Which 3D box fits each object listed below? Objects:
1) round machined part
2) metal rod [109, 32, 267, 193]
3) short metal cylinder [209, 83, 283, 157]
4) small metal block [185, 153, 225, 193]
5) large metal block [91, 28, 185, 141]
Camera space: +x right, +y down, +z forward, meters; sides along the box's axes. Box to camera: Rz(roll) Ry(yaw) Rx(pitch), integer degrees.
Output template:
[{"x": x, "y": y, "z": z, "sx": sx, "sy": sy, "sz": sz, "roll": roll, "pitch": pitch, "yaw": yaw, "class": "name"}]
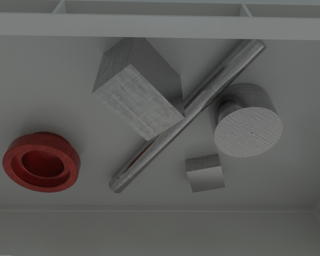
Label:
[{"x": -0.160, "y": 0.043, "z": 0.433, "sx": 0.099, "sy": 0.042, "sz": 0.097, "roll": -1, "pitch": 130, "yaw": 0, "class": "round machined part"}, {"x": 0.018, "y": -0.001, "z": 0.408, "sx": 0.025, "sy": 0.025, "sz": 0.299, "roll": 29, "pitch": 124, "yaw": -23, "class": "metal rod"}, {"x": 0.104, "y": -0.009, "z": 0.387, "sx": 0.081, "sy": 0.050, "sz": 0.079, "roll": 0, "pitch": 130, "yaw": 0, "class": "short metal cylinder"}, {"x": 0.069, "y": 0.069, "z": 0.469, "sx": 0.050, "sy": 0.025, "sz": 0.050, "roll": -12, "pitch": 130, "yaw": 9, "class": "small metal block"}, {"x": -0.020, "y": -0.047, "z": 0.333, "sx": 0.050, "sy": 0.080, "sz": 0.080, "roll": -32, "pitch": 123, "yaw": 24, "class": "large metal block"}]
